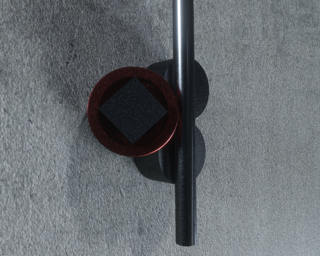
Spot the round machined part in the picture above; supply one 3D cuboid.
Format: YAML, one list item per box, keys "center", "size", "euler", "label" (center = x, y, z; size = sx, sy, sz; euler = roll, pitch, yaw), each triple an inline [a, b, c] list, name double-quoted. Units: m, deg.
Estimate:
- center: [-0.031, -0.017, 0.352]
  size: [0.099, 0.042, 0.097]
  euler: [0, 88, -11]
  label: "round machined part"

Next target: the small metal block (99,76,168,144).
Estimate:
- center: [-0.029, -0.018, 0.329]
  size: [0.050, 0.025, 0.050]
  euler: [-44, 96, -10]
  label: "small metal block"

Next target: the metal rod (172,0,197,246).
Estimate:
- center: [0.029, -0.014, 0.366]
  size: [0.025, 0.025, 0.298]
  euler: [-1, 91, -40]
  label: "metal rod"

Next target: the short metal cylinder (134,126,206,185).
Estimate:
- center: [0.013, 0.031, 0.400]
  size: [0.081, 0.050, 0.080]
  euler: [1, 89, -40]
  label: "short metal cylinder"

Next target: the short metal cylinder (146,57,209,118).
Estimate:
- center: [0.019, -0.050, 0.406]
  size: [0.081, 0.050, 0.079]
  euler: [0, 90, -40]
  label: "short metal cylinder"
